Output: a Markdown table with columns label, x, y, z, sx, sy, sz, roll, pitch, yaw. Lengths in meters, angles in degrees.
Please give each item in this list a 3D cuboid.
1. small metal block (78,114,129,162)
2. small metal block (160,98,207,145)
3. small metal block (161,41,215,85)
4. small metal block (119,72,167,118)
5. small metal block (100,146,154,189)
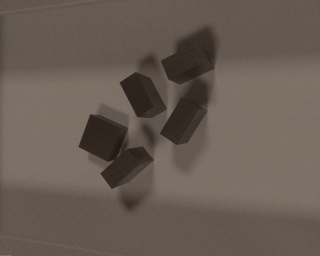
| label | x | y | z | sx | sy | sz | roll | pitch | yaw |
| --- | --- | --- | --- | --- | --- | --- | --- | --- | --- |
| small metal block | -0.080 | 0.013 | 0.437 | 0.050 | 0.025 | 0.050 | 24 | 98 | 18 |
| small metal block | 0.031 | -0.008 | 0.386 | 0.025 | 0.050 | 0.050 | 34 | 101 | 16 |
| small metal block | 0.036 | -0.078 | 0.384 | 0.050 | 0.050 | 0.025 | -23 | 83 | 18 |
| small metal block | -0.020 | -0.041 | 0.404 | 0.025 | 0.050 | 0.050 | -30 | 80 | 17 |
| small metal block | -0.042 | 0.051 | 0.411 | 0.050 | 0.050 | 0.025 | -42 | 77 | 15 |
